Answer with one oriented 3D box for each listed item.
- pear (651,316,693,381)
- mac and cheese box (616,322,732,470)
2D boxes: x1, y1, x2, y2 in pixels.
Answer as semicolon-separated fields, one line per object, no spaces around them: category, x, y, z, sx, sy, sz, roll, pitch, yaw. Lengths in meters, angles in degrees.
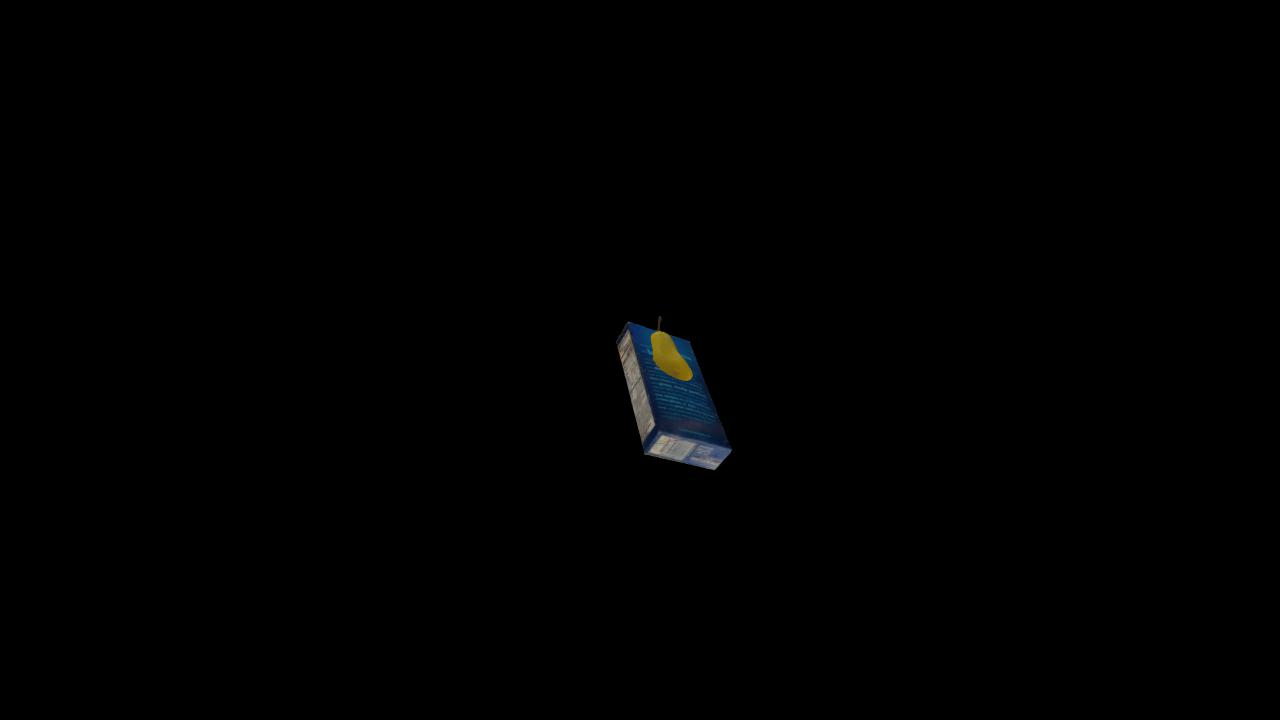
pear;0.025;0.005;0.739;0.080;0.111;0.080;-5;-30;-3
mac and cheese box;0.033;0.036;0.701;0.093;0.041;0.184;15;35;-25
